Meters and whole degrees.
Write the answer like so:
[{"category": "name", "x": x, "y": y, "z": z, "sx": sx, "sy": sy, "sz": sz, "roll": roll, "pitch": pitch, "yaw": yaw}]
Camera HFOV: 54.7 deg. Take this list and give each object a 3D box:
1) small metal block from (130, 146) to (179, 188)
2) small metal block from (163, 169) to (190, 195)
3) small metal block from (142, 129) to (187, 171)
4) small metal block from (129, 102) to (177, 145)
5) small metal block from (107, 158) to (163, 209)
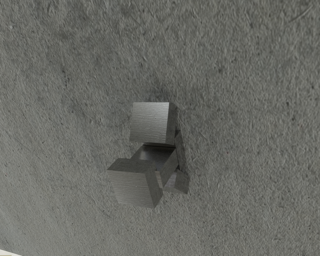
[{"category": "small metal block", "x": -0.011, "y": 0.048, "z": 0.393, "sx": 0.050, "sy": 0.050, "sz": 0.025, "roll": 3, "pitch": 120, "yaw": 26}, {"category": "small metal block", "x": 0.008, "y": 0.073, "z": 0.431, "sx": 0.050, "sy": 0.025, "sz": 0.050, "roll": 2, "pitch": 160, "yaw": 27}, {"category": "small metal block", "x": 0.005, "y": 0.029, "z": 0.423, "sx": 0.050, "sy": 0.025, "sz": 0.050, "roll": 2, "pitch": 120, "yaw": 26}, {"category": "small metal block", "x": -0.008, "y": -0.006, "z": 0.392, "sx": 0.050, "sy": 0.025, "sz": 0.050, "roll": 3, "pitch": 84, "yaw": 27}, {"category": "small metal block", "x": -0.029, "y": 0.064, "z": 0.365, "sx": 0.050, "sy": 0.025, "sz": 0.050, "roll": 1, "pitch": 119, "yaw": 27}]
